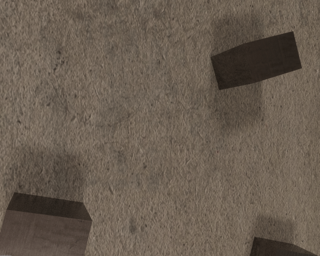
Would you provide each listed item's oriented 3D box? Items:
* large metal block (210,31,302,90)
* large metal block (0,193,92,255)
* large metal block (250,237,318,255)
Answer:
[{"bbox_3d":[0.130,-0.091,0.429,0.081,0.080,0.050,-18,97,-19],"label":"large metal block"},{"bbox_3d":[-0.124,0.108,0.334,0.081,0.080,0.050,14,85,-20],"label":"large metal block"},{"bbox_3d":[0.181,0.217,0.465,0.081,0.050,0.080,17,84,-20],"label":"large metal block"}]
